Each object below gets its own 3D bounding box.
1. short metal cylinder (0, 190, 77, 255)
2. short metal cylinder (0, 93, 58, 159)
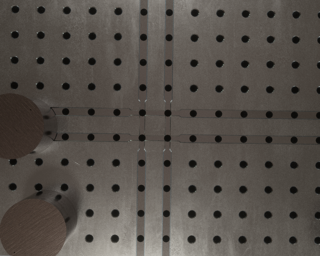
[{"bbox_3d":[-0.154,0.125,0.399,0.081,0.050,0.079,0,90,-1],"label":"short metal cylinder"},{"bbox_3d":[-0.181,-0.002,0.399,0.081,0.050,0.079,0,90,-1],"label":"short metal cylinder"}]
